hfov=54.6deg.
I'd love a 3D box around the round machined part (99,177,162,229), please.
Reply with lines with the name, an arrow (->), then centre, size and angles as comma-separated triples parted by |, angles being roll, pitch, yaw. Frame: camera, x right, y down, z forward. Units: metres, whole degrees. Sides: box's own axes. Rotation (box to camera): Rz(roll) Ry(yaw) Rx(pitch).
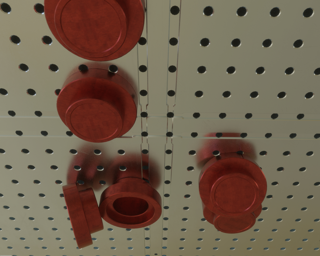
round machined part -> -0.046, 0.117, 0.499 | 0.099, 0.042, 0.097 | -1, 130, 0

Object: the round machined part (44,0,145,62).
round machined part -> -0.065, -0.109, 0.307 | 0.099, 0.042, 0.097 | 0, 130, 0

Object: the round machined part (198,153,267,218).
round machined part -> 0.106, 0.089, 0.452 | 0.098, 0.042, 0.097 | 1, 106, 4

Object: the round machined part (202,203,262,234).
round machined part -> 0.122, 0.141, 0.521 | 0.099, 0.042, 0.097 | 0, 130, 0

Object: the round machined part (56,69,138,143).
round machined part -> -0.078, -0.020, 0.383 | 0.099, 0.042, 0.097 | 0, 130, 0

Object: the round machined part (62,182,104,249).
round machined part -> -0.117, 0.131, 0.480 | 0.042, 0.098, 0.097 | -15, 133, -18
